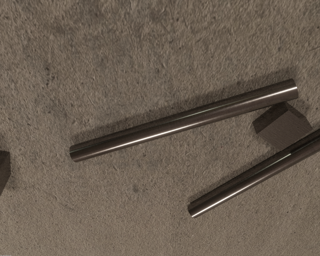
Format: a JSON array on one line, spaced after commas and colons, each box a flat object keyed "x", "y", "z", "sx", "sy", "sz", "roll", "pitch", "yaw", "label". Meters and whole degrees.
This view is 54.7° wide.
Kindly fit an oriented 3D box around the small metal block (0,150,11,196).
[{"x": -0.237, "y": 0.067, "z": 0.444, "sx": 0.025, "sy": 0.050, "sz": 0.050, "roll": 11, "pitch": 129, "yaw": -10, "label": "small metal block"}]

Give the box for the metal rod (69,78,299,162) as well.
[{"x": 0.020, "y": -0.005, "z": 0.402, "sx": 0.301, "sy": 0.025, "sz": 0.025, "roll": -17, "pitch": 128, "yaw": 13, "label": "metal rod"}]

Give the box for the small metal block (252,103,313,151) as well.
[{"x": 0.160, "y": -0.003, "z": 0.407, "sx": 0.050, "sy": 0.025, "sz": 0.050, "roll": 30, "pitch": 124, "yaw": -24, "label": "small metal block"}]

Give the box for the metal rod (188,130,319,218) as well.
[{"x": 0.162, "y": 0.061, "z": 0.461, "sx": 0.299, "sy": 0.025, "sz": 0.025, "roll": -37, "pitch": 121, "yaw": 27, "label": "metal rod"}]
